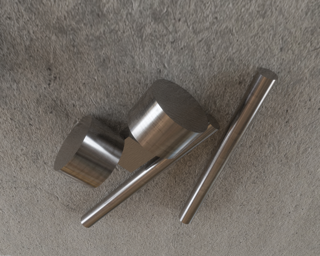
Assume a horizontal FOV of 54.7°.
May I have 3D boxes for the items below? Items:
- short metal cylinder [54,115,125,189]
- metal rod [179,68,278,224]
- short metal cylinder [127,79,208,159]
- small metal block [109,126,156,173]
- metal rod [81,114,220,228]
[{"bbox_3d":[-0.090,0.030,0.396,0.050,0.080,0.080,35,122,-26],"label":"short metal cylinder"},{"bbox_3d":[0.084,0.047,0.448,0.025,0.025,0.298,12,129,-10],"label":"metal rod"},{"bbox_3d":[0.009,-0.011,0.362,0.080,0.080,0.050,29,124,-23],"label":"short metal cylinder"},{"bbox_3d":[-0.041,0.030,0.432,0.050,0.025,0.050,-36,122,26],"label":"small metal block"},{"bbox_3d":[-0.030,0.078,0.472,0.025,0.025,0.299,34,122,-25],"label":"metal rod"}]
